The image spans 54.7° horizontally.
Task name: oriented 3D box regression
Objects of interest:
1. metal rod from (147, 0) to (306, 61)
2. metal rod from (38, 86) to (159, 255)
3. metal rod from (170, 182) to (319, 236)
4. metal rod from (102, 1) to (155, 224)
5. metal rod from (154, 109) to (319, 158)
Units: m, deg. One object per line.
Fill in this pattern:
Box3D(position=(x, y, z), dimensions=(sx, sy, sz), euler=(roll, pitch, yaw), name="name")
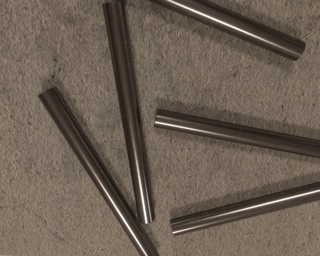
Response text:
Box3D(position=(0.029, -0.144, 0.357), dimensions=(0.302, 0.025, 0.025), euler=(20, 109, -8), name="metal rod")
Box3D(position=(-0.077, 0.079, 0.437), dimensions=(0.025, 0.025, 0.299), euler=(-25, 109, 8), name="metal rod")
Box3D(position=(0.163, 0.109, 0.452), dimensions=(0.301, 0.025, 0.025), euler=(-16, 110, 5), name="metal rod")
Box3D(position=(-0.037, -0.005, 0.407), dimensions=(0.025, 0.025, 0.298), euler=(-6, 110, 2), name="metal rod")
Box3D(position=(0.142, 0.015, 0.417), dimensions=(0.302, 0.025, 0.025), euler=(11, 110, -5), name="metal rod")
